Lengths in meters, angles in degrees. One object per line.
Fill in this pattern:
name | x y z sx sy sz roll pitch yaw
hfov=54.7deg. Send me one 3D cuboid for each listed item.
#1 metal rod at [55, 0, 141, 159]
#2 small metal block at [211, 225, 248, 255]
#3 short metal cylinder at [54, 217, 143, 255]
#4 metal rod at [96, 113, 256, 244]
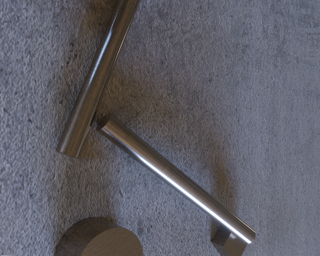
metal rod | -0.052 -0.110 0.360 0.025 0.025 0.299 29 72 -36
small metal block | 0.115 0.182 0.501 0.050 0.025 0.050 -48 119 -29
short metal cylinder | -0.065 0.142 0.334 0.081 0.050 0.080 0 90 -40
metal rod | 0.037 0.081 0.418 0.300 0.025 0.025 41 65 -27
